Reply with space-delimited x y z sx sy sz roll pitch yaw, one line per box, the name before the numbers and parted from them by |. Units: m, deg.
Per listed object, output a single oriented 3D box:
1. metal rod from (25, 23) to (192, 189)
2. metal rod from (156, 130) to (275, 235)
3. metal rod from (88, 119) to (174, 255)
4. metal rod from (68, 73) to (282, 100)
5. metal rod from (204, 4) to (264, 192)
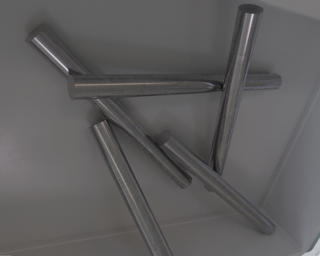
metal rod | -0.039 -0.003 0.385 0.025 0.025 0.300 -42 130 0
metal rod | 0.100 0.097 0.481 0.025 0.025 0.300 -46 122 4
metal rod | -0.013 0.129 0.390 0.025 0.025 0.299 -26 99 -12
metal rod | 0.042 -0.054 0.380 0.303 0.025 0.025 -7 122 -32
metal rod | 0.089 -0.012 0.414 0.025 0.025 0.298 -17 136 -19
